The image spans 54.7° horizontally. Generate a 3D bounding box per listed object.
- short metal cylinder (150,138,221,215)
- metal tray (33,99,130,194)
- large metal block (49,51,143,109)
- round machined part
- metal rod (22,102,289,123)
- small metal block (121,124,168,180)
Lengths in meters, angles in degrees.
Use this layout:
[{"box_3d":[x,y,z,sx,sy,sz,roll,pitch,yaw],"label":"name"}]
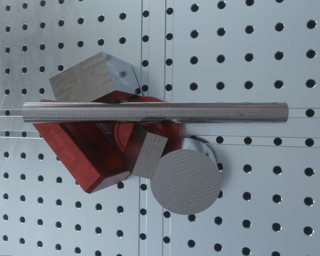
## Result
[{"box_3d":[0.031,0.057,0.375,0.080,0.050,0.079,1,102,4],"label":"short metal cylinder"},{"box_3d":[-0.102,0.021,0.412,0.030,0.090,0.130,-45,76,14],"label":"metal tray"},{"box_3d":[-0.081,-0.053,0.409,0.080,0.080,0.050,-22,83,18],"label":"large metal block"},{"box_3d":[-0.021,0.006,0.413,0.098,0.042,0.097,0,90,19],"label":"round machined part"},{"box_3d":[-0.005,-0.018,0.363,0.302,0.025,0.025,0,90,0],"label":"metal rod"},{"box_3d":[-0.020,0.025,0.359,0.025,0.050,0.050,19,96,-24],"label":"small metal block"}]
